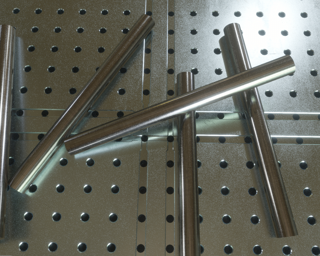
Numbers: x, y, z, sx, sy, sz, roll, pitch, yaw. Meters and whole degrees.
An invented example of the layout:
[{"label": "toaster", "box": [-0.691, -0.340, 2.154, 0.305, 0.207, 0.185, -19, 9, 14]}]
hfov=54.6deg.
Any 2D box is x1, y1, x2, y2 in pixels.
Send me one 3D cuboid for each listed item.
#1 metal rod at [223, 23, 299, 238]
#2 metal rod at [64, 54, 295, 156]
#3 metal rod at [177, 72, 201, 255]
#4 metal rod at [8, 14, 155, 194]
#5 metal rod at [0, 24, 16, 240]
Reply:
[{"label": "metal rod", "box": [0.129, -0.011, 0.416, 0.025, 0.025, 0.299, -8, 70, -3]}, {"label": "metal rod", "box": [0.023, -0.028, 0.396, 0.301, 0.025, 0.025, -20, 71, 3]}, {"label": "metal rod", "box": [0.035, 0.067, 0.387, 0.025, 0.025, 0.299, 0, 70, 0]}, {"label": "metal rod", "box": [-0.098, -0.044, 0.427, 0.025, 0.025, 0.300, 31, 73, 10]}, {"label": "metal rod", "box": [-0.207, -0.012, 0.402, 0.025, 0.025, 0.299, -8, 66, -3]}]
